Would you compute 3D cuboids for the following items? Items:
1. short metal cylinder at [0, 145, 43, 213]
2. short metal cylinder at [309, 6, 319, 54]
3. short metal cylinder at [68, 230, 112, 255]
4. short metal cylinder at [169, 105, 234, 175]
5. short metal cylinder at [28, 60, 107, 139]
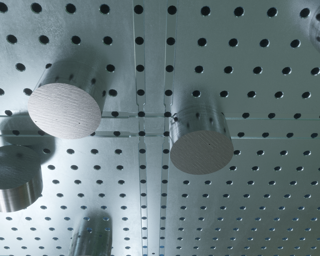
[{"bbox_3d":[-0.208,0.069,0.432,0.081,0.080,0.050,7,130,-7],"label":"short metal cylinder"},{"bbox_3d":[0.203,-0.098,0.315,0.081,0.050,0.079,0,130,0],"label":"short metal cylinder"},{"bbox_3d":[-0.136,0.243,0.600,0.081,0.050,0.079,-1,130,0],"label":"short metal cylinder"},{"bbox_3d":[0.053,0.017,0.410,0.081,0.050,0.079,-1,130,0],"label":"short metal cylinder"},{"bbox_3d":[-0.107,-0.033,0.366,0.081,0.050,0.079,0,130,0],"label":"short metal cylinder"}]
